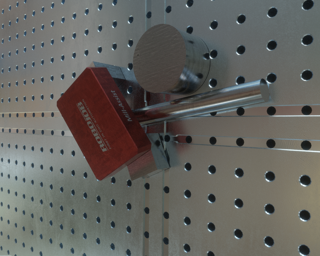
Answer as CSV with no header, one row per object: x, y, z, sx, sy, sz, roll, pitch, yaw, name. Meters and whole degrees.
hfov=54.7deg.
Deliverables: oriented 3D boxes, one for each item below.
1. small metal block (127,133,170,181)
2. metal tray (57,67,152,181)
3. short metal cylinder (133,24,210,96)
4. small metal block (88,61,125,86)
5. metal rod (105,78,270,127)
-0.021,0.040,0.423,0.050,0.025,0.050,-29,72,36,small metal block
-0.079,-0.006,0.418,0.090,0.030,0.130,-37,79,34,metal tray
0.013,-0.081,0.379,0.080,0.050,0.079,0,90,39,short metal cylinder
-0.090,-0.071,0.464,0.050,0.050,0.025,-39,67,33,small metal block
-0.007,-0.019,0.413,0.300,0.025,0.025,-10,84,39,metal rod
